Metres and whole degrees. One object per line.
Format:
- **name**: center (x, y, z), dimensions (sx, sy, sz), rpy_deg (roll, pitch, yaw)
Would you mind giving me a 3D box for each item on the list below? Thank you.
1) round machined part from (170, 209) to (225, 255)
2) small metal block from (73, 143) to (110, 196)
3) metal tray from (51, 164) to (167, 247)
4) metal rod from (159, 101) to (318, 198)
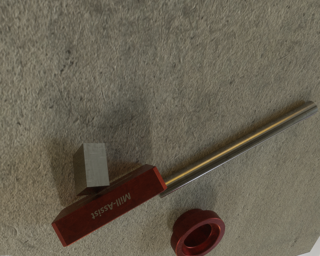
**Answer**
- **round machined part**: center (0.062, 0.182, 0.544), dimensions (0.099, 0.042, 0.097), rpy_deg (-14, 125, -21)
- **small metal block**: center (-0.082, 0.049, 0.364), dimensions (0.025, 0.050, 0.050), rpy_deg (1, 158, -29)
- **metal tray**: center (-0.062, 0.090, 0.388), dimensions (0.131, 0.090, 0.030), rpy_deg (-28, 91, -11)
- **metal rod**: center (0.128, 0.029, 0.497), dimensions (0.302, 0.025, 0.025), rpy_deg (-26, 128, -13)
